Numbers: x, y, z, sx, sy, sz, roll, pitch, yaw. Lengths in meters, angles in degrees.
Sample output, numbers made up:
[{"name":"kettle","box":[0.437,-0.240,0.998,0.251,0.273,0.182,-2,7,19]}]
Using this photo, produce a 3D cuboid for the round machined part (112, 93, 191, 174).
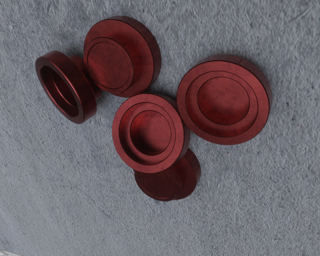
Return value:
[{"name":"round machined part","box":[-0.008,0.005,0.389,0.098,0.042,0.097,3,96,25]}]

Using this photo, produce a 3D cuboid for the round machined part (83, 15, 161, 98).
[{"name":"round machined part","box":[-0.051,-0.081,0.372,0.098,0.042,0.097,13,124,20]}]

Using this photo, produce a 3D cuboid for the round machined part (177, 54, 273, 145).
[{"name":"round machined part","box":[0.071,-0.033,0.338,0.098,0.042,0.097,13,124,20]}]

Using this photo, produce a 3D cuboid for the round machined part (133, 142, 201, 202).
[{"name":"round machined part","box":[0.004,0.063,0.432,0.098,0.042,0.097,13,124,20]}]

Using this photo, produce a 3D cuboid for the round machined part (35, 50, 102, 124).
[{"name":"round machined part","box":[-0.115,-0.057,0.407,0.098,0.042,0.097,33,146,27]}]
